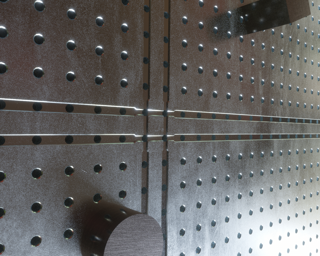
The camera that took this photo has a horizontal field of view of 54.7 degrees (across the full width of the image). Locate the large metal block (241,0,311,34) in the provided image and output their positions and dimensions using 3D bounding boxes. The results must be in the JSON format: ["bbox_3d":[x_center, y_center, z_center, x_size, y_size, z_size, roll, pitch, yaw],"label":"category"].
[{"bbox_3d":[0.206,-0.209,0.549,0.081,0.080,0.050,-30,109,-36],"label":"large metal block"}]

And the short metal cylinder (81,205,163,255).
[{"bbox_3d":[-0.043,0.135,0.359,0.081,0.050,0.079,0,90,-40],"label":"short metal cylinder"}]
